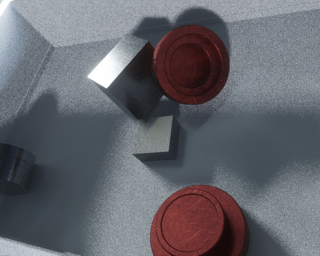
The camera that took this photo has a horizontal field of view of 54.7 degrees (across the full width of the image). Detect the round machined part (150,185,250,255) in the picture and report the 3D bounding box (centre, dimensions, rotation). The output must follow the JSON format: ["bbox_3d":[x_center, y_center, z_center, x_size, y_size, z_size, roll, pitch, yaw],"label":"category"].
[{"bbox_3d":[0.035,0.100,0.306,0.098,0.042,0.098,-14,48,17],"label":"round machined part"}]

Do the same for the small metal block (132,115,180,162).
[{"bbox_3d":[-0.004,0.014,0.398,0.050,0.025,0.050,-6,59,24],"label":"small metal block"}]

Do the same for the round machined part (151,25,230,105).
[{"bbox_3d":[0.036,-0.079,0.400,0.098,0.098,0.042,-49,16,-7],"label":"round machined part"}]

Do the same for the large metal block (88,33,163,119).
[{"bbox_3d":[-0.036,-0.068,0.427,0.080,0.080,0.050,-51,47,-8],"label":"large metal block"}]

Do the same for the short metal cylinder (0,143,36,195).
[{"bbox_3d":[-0.228,0.061,0.450,0.080,0.080,0.050,-10,58,22],"label":"short metal cylinder"}]
